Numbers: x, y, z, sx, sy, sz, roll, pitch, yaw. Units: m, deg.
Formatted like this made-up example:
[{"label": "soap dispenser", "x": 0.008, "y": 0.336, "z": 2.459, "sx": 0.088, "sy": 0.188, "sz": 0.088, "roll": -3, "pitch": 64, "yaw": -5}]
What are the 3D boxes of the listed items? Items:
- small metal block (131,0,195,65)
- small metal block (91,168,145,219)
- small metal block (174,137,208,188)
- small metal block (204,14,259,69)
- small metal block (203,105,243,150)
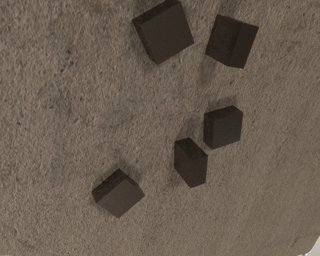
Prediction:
[{"label": "small metal block", "x": 0.004, "y": -0.107, "z": 0.344, "sx": 0.050, "sy": 0.025, "sz": 0.050, "roll": -33, "pitch": 129, "yaw": -7}, {"label": "small metal block", "x": -0.058, "y": 0.092, "z": 0.434, "sx": 0.050, "sy": 0.025, "sz": 0.050, "roll": -41, "pitch": 130, "yaw": -1}, {"label": "small metal block", "x": 0.043, "y": 0.049, "z": 0.447, "sx": 0.025, "sy": 0.050, "sz": 0.050, "roll": -15, "pitch": 125, "yaw": -21}, {"label": "small metal block", "x": 0.085, "y": -0.105, "z": 0.374, "sx": 0.025, "sy": 0.050, "sz": 0.050, "roll": 1, "pitch": 118, "yaw": -29}, {"label": "small metal block", "x": 0.093, "y": -0.001, "z": 0.459, "sx": 0.050, "sy": 0.025, "sz": 0.050, "roll": -16, "pitch": 125, "yaw": -20}]
